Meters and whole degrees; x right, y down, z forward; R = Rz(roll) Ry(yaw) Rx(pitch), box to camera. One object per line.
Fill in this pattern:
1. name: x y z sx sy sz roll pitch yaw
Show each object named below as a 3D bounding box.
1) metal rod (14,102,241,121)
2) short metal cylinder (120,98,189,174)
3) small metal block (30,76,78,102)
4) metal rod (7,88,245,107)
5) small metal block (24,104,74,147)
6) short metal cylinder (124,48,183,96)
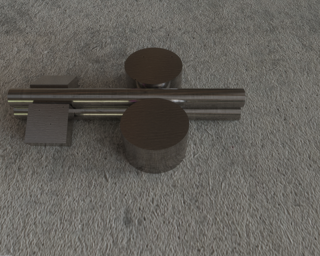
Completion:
1. metal rod: -0.043 -0.023 0.424 0.302 0.025 0.025 0 50 0
2. short metal cylinder: -0.006 0.009 0.380 0.081 0.050 0.080 0 50 0
3. small metal block: -0.147 -0.056 0.438 0.050 0.025 0.050 0 23 0
4. metal rod: -0.042 -0.040 0.405 0.302 0.025 0.025 0 50 0
5. small metal block: -0.139 -0.003 0.393 0.050 0.025 0.050 1 77 0
6. short metal cylinder: -0.009 -0.072 0.448 0.081 0.050 0.080 0 50 0
